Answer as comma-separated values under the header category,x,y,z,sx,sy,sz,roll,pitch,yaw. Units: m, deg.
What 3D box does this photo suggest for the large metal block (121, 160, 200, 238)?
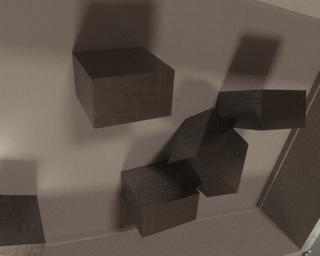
category,x,y,z,sx,sy,sz,roll,pitch,yaw
large metal block,-0.002,0.094,0.432,0.081,0.080,0.050,-11,124,-23

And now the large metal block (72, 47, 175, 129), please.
category,x,y,z,sx,sy,sz,roll,pitch,yaw
large metal block,-0.041,-0.046,0.323,0.081,0.080,0.050,-11,123,-23

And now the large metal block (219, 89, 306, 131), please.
category,x,y,z,sx,sy,sz,roll,pitch,yaw
large metal block,0.139,-0.026,0.427,0.081,0.080,0.050,-3,95,-28

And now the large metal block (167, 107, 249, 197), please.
category,x,y,z,sx,sy,sz,roll,pitch,yaw
large metal block,0.067,0.034,0.412,0.080,0.050,0.080,42,50,-22

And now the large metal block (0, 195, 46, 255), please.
category,x,y,z,sx,sy,sz,roll,pitch,yaw
large metal block,-0.175,0.136,0.362,0.050,0.080,0.079,9,114,-33
